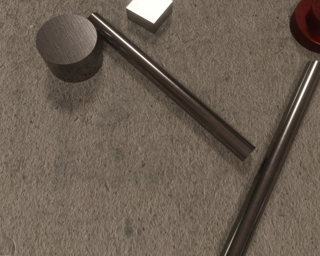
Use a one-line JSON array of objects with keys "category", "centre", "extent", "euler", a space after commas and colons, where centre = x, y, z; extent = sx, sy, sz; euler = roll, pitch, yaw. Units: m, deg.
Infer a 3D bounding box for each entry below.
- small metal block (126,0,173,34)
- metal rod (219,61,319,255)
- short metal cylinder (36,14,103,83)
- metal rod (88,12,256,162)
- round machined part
[{"category": "small metal block", "centre": [-0.016, -0.180, 0.474], "extent": [0.050, 0.025, 0.050], "euler": [33, 73, 11]}, {"category": "metal rod", "centre": [0.149, 0.035, 0.397], "extent": [0.025, 0.025, 0.300], "euler": [28, 72, 9]}, {"category": "short metal cylinder", "centre": [-0.124, -0.110, 0.434], "extent": [0.081, 0.050, 0.080], "euler": [0, 70, 0]}, {"category": "metal rod", "centre": [0.007, -0.064, 0.431], "extent": [0.300, 0.025, 0.025], "euler": [42, 75, 13]}, {"category": "round machined part", "centre": [0.251, -0.163, 0.462], "extent": [0.099, 0.042, 0.098], "euler": [0, 70, -1]}]
